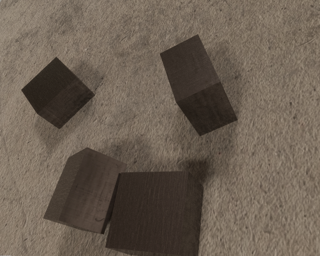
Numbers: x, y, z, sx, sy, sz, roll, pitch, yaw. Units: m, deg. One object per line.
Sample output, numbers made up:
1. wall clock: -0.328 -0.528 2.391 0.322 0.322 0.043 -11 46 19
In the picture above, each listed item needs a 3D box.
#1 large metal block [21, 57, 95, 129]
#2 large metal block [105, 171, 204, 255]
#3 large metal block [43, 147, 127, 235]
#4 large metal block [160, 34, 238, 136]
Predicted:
1. large metal block: -0.168 -0.059 0.509 0.080 0.050 0.080 -45 51 -4
2. large metal block: -0.003 0.093 0.331 0.080 0.050 0.080 -5 59 25
3. large metal block: -0.089 0.075 0.364 0.080 0.050 0.080 -24 44 57
4. large metal block: 0.047 -0.049 0.373 0.050 0.080 0.080 -25 53 13
